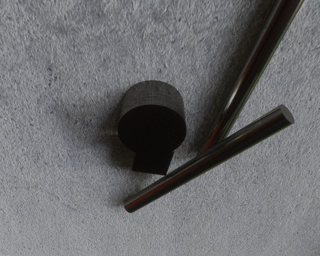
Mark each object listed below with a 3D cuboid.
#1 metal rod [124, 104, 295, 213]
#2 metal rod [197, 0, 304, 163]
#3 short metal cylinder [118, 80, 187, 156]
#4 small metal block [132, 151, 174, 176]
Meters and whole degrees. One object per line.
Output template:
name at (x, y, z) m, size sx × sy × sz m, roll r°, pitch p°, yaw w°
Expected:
metal rod at (0.045, 0.057, 0.428) m, size 0.025 × 0.025 × 0.299 m, roll 32°, pitch 131°, yaw -25°
metal rod at (0.105, -0.066, 0.351) m, size 0.025 × 0.025 × 0.298 m, roll 12°, pitch 129°, yaw -10°
short metal cylinder at (-0.009, -0.011, 0.381) m, size 0.081 × 0.050 × 0.079 m, roll 0°, pitch 130°, yaw 0°
small metal block at (-0.011, 0.039, 0.440) m, size 0.050 × 0.025 × 0.050 m, roll 10°, pitch 130°, yaw -8°
